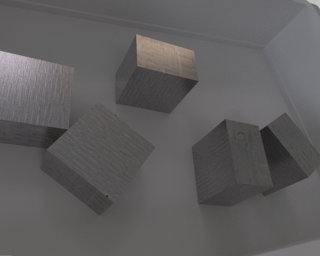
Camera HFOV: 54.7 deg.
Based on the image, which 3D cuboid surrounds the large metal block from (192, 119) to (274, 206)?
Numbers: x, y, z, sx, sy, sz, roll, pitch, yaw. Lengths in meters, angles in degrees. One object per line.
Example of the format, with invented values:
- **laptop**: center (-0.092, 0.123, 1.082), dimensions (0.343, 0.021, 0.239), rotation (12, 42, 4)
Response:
- **large metal block**: center (0.086, 0.046, 0.388), dimensions (0.050, 0.080, 0.080), rotation (11, 57, -23)

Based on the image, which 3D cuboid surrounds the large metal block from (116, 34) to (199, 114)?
- **large metal block**: center (-0.007, -0.067, 0.407), dimensions (0.081, 0.080, 0.050), rotation (10, 58, -23)

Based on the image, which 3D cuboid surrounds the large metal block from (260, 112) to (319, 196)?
- **large metal block**: center (0.161, 0.038, 0.433), dimensions (0.050, 0.080, 0.080), rotation (-28, 77, -37)

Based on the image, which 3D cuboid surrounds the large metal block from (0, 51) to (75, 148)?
- **large metal block**: center (-0.140, -0.028, 0.331), dimensions (0.081, 0.050, 0.080), rotation (10, 57, -23)

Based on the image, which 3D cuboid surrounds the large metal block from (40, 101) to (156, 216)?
- **large metal block**: center (-0.066, 0.032, 0.334), dimensions (0.080, 0.050, 0.080), rotation (39, 51, -2)
